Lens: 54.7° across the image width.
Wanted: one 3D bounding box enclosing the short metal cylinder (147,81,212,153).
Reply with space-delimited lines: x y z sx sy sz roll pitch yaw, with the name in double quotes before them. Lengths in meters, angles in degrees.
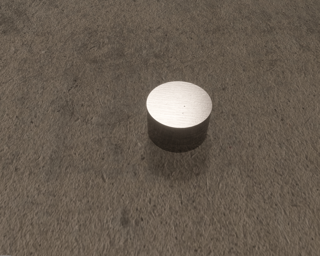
"short metal cylinder" 0.024 -0.015 0.400 0.081 0.050 0.080 0 50 0
